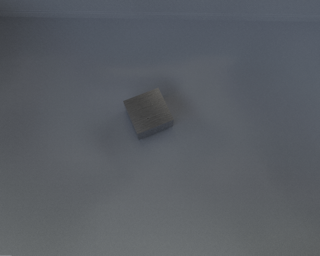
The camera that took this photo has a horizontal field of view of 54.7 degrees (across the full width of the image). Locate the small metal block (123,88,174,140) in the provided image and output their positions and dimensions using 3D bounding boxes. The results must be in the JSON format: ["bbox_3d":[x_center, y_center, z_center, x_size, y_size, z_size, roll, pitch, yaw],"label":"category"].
[{"bbox_3d":[-0.015,-0.019,0.413,0.050,0.025,0.050,-22,72,-8],"label":"small metal block"}]
